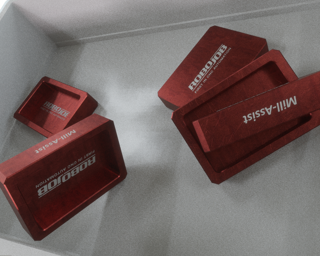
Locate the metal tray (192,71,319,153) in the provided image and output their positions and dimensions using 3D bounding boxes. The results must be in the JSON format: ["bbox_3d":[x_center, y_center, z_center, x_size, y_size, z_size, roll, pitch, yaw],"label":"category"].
[{"bbox_3d":[0.098,-0.017,0.310,0.130,0.090,0.030,-22,90,5],"label":"metal tray"}]

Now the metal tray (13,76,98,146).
[{"bbox_3d":[-0.175,-0.030,0.512,0.130,0.030,0.090,22,73,36],"label":"metal tray"}]

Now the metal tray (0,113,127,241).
[{"bbox_3d":[-0.103,0.051,0.351,0.030,0.089,0.131,21,43,40],"label":"metal tray"}]

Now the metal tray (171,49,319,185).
[{"bbox_3d":[0.090,-0.011,0.332,0.130,0.030,0.090,-32,85,7],"label":"metal tray"}]

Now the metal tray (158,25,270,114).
[{"bbox_3d":[0.070,-0.070,0.409,0.090,0.030,0.130,31,79,38],"label":"metal tray"}]
